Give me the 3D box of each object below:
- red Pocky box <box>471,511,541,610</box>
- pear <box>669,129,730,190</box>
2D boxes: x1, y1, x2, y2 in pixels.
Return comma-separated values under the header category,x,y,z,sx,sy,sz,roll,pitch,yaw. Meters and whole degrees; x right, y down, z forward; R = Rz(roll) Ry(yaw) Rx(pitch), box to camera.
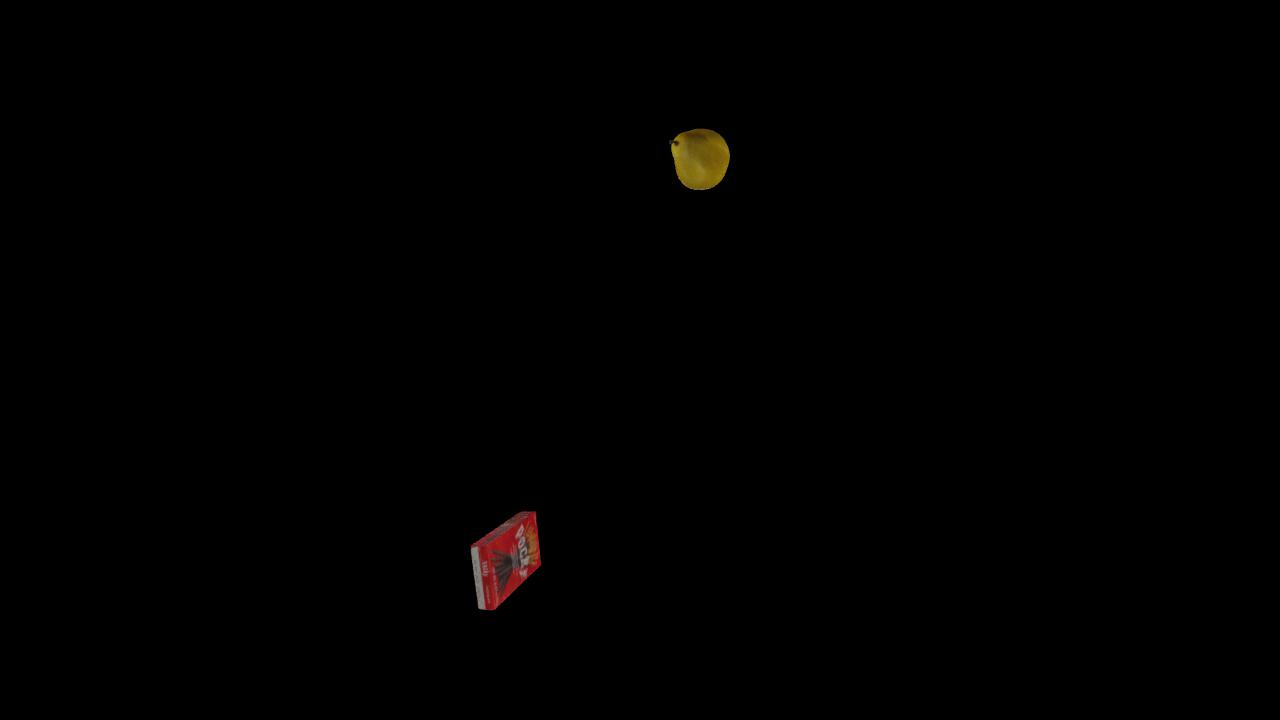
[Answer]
category,x,y,z,sx,sy,sz,roll,pitch,yaw
red Pocky box,-0.176,0.264,0.831,0.028,0.083,0.155,-7,1,13
pear,0.069,-0.277,0.813,0.080,0.080,0.111,0,-15,35
